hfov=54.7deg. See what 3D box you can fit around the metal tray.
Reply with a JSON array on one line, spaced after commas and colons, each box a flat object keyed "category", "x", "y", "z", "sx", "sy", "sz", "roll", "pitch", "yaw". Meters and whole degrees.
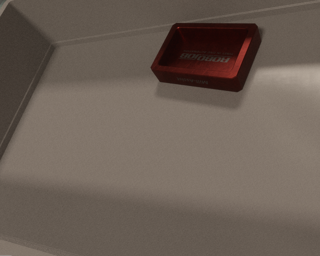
[{"category": "metal tray", "x": 0.062, "y": -0.102, "z": 0.431, "sx": 0.130, "sy": 0.030, "sz": 0.090, "roll": 13, "pitch": 68, "yaw": 33}]
